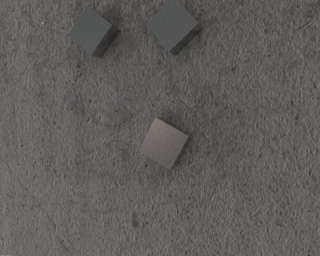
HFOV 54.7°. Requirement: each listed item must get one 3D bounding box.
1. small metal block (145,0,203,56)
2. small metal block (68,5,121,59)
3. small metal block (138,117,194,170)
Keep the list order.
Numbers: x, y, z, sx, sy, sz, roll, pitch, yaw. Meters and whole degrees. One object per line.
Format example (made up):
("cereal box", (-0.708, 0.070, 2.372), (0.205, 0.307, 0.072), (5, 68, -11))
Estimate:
("small metal block", (0.019, -0.132, 0.402), (0.050, 0.025, 0.050), (-42, 77, 15))
("small metal block", (-0.094, -0.136, 0.442), (0.050, 0.025, 0.050), (42, 103, 15))
("small metal block", (0.008, 0.020, 0.406), (0.050, 0.025, 0.050), (30, 100, 17))
